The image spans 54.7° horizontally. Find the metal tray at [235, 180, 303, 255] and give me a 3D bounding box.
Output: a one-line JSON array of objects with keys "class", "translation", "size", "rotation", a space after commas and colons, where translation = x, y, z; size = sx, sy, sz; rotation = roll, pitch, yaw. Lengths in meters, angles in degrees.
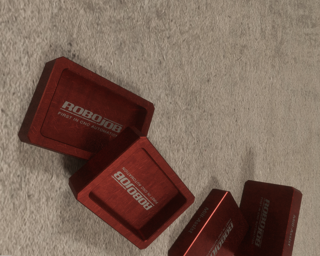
[{"class": "metal tray", "translation": [0.174, 0.157, 0.512], "size": [0.030, 0.090, 0.130], "rotation": [28, 73, -37]}]

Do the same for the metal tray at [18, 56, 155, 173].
[{"class": "metal tray", "translation": [-0.073, -0.008, 0.341], "size": [0.131, 0.030, 0.090], "rotation": [25, 74, -37]}]

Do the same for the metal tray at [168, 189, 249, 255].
[{"class": "metal tray", "translation": [0.079, 0.169, 0.471], "size": [0.131, 0.030, 0.090], "rotation": [-46, 118, -30]}]

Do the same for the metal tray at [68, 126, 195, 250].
[{"class": "metal tray", "translation": [-0.025, 0.071, 0.349], "size": [0.090, 0.030, 0.130], "rotation": [-42, 128, -8]}]
